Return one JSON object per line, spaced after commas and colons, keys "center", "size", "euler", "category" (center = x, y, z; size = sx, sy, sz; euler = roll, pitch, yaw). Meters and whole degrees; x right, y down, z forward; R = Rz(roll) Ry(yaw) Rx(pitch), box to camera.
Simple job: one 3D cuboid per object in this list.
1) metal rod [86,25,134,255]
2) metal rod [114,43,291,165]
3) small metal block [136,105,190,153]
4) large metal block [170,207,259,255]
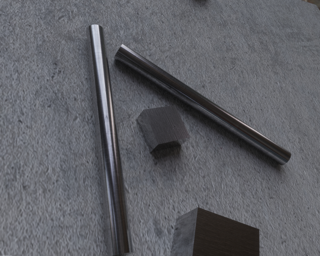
{"center": [-0.065, -0.006, 0.373], "size": [0.025, 0.025, 0.299], "euler": [3, 60, -27], "category": "metal rod"}
{"center": [0.068, -0.031, 0.461], "size": [0.301, 0.025, 0.025], "euler": [32, 51, -8], "category": "metal rod"}
{"center": [0.004, 0.000, 0.407], "size": [0.050, 0.025, 0.050], "euler": [-11, 67, -33], "category": "small metal block"}
{"center": [0.058, 0.142, 0.334], "size": [0.080, 0.050, 0.080], "euler": [23, 53, -15], "category": "large metal block"}
